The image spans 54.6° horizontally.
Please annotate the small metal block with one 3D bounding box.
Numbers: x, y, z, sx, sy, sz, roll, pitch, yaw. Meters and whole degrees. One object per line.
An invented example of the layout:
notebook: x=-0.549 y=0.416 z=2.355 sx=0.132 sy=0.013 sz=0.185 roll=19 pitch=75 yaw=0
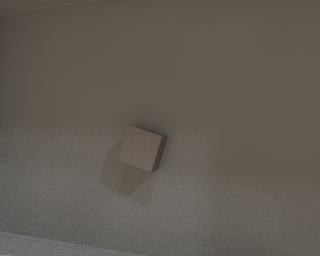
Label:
small metal block: x=-0.023 y=0.027 z=0.419 sx=0.050 sy=0.025 sz=0.050 roll=19 pitch=96 yaw=19
